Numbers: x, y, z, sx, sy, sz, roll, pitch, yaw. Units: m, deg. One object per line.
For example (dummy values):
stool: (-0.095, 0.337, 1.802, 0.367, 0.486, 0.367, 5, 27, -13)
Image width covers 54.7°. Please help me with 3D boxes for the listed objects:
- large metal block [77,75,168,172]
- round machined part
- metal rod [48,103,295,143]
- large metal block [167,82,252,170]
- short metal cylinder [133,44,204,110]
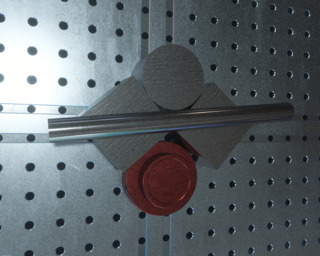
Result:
large metal block: (-0.045, -0.006, 0.379, 0.080, 0.050, 0.080, -41, 105, -16)
round machined part: (0.005, 0.065, 0.401, 0.099, 0.042, 0.097, 0, 90, -20)
metal rod: (0.029, -0.009, 0.364, 0.303, 0.025, 0.025, -5, 92, -20)
large metal block: (0.062, -0.003, 0.416, 0.080, 0.050, 0.080, 44, 77, -15)
short metal cylinder: (0.009, -0.062, 0.399, 0.081, 0.050, 0.079, 0, 90, -20)
